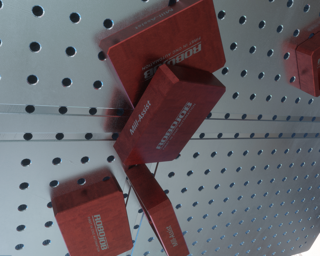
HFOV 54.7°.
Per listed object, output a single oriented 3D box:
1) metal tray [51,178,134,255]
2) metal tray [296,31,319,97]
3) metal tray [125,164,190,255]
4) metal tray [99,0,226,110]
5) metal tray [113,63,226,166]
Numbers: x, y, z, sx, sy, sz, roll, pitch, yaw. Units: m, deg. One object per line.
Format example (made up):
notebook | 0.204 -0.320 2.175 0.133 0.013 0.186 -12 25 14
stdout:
metal tray | -0.093 0.141 0.446 0.091 0.030 0.129 -18 126 -19
metal tray | 0.281 -0.120 0.490 0.130 0.030 0.090 -34 129 -6
metal tray | -0.003 0.122 0.444 0.030 0.090 0.129 -27 128 -12
metal tray | 0.008 -0.086 0.361 0.131 0.030 0.090 -31 129 -9
metal tray | 0.010 -0.011 0.377 0.091 0.030 0.129 0 133 -44
